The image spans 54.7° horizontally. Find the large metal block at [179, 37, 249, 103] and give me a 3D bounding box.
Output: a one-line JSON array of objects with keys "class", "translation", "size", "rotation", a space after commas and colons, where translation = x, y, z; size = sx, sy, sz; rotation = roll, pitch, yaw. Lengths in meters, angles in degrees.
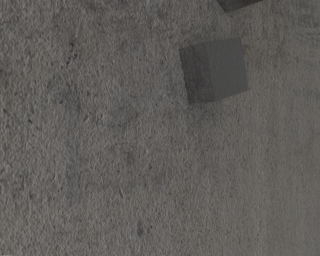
[{"class": "large metal block", "translation": [0.081, -0.085, 0.456], "size": [0.081, 0.050, 0.080], "rotation": [-20, 103, -38]}]

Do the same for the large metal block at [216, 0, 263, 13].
[{"class": "large metal block", "translation": [0.135, -0.236, 0.481], "size": [0.050, 0.080, 0.080], "rotation": [41, 65, -33]}]
